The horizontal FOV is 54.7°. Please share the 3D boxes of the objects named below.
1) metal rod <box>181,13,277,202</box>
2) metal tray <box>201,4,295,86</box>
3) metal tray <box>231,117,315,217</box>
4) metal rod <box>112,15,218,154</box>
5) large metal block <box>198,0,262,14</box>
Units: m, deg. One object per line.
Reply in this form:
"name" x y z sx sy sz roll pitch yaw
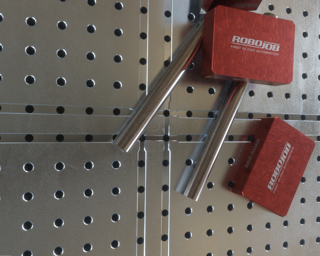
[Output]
"metal rod" 0.105 -0.036 0.452 0.025 0.025 0.299 29 80 -18
"metal tray" 0.124 -0.110 0.429 0.131 0.030 0.089 3 89 -21
"metal tray" 0.176 0.059 0.477 0.090 0.030 0.130 30 80 -18
"metal rod" 0.033 -0.095 0.425 0.025 0.025 0.300 38 78 -16
"large metal block" 0.092 -0.205 0.414 0.081 0.050 0.080 -5 78 -4
